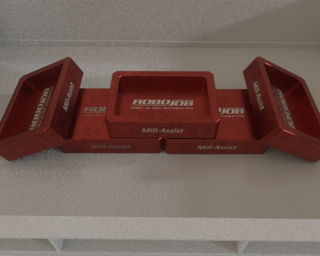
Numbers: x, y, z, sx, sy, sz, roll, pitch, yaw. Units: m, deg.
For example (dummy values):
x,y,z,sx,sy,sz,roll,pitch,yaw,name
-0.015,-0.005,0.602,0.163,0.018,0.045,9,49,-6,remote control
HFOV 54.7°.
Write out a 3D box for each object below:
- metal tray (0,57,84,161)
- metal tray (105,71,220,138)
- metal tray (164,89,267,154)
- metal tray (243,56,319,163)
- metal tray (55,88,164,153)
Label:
x,y,z,sx,sy,sz,roll,pitch,yaw,name
-0.154,-0.027,0.399,0.090,0.030,0.130,-16,47,19,metal tray
0.003,-0.031,0.387,0.131,0.030,0.090,0,49,0,metal tray
0.070,-0.011,0.410,0.131,0.030,0.090,0,50,0,metal tray
0.161,-0.027,0.398,0.091,0.030,0.130,19,46,-21,metal tray
-0.061,-0.011,0.410,0.131,0.030,0.090,0,50,0,metal tray
